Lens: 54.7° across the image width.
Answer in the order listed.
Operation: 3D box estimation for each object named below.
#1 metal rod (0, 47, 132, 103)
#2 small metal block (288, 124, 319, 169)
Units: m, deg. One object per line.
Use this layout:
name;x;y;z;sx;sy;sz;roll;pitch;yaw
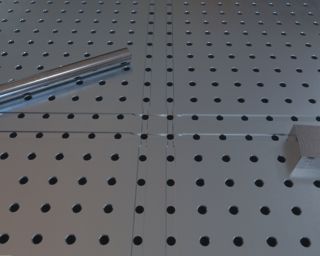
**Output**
metal rod;-0.186;-0.067;0.462;0.302;0.025;0.025;-21;53;-17
small metal block;0.194;0.024;0.389;0.050;0.025;0.050;4;50;3
